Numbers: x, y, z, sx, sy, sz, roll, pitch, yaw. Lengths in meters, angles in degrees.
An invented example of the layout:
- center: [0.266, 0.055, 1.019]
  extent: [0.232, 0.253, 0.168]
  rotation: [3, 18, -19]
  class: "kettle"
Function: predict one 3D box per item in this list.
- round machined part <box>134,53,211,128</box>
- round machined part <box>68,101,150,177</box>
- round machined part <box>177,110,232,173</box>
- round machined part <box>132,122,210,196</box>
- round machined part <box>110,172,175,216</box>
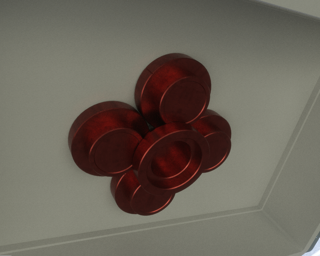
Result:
- center: [0.022, -0.039, 0.382]
  extent: [0.099, 0.042, 0.097]
  rotation: [-14, 124, -21]
  class: "round machined part"
- center: [-0.057, 0.020, 0.376]
  extent: [0.099, 0.042, 0.097]
  rotation: [-14, 124, -21]
  class: "round machined part"
- center: [0.062, 0.026, 0.444]
  extent: [0.099, 0.042, 0.097]
  rotation: [-14, 124, -21]
  class: "round machined part"
- center: [0.011, 0.035, 0.395]
  extent: [0.099, 0.042, 0.097]
  rotation: [-14, 124, -21]
  class: "round machined part"
- center: [-0.016, 0.084, 0.438]
  extent: [0.099, 0.042, 0.097]
  rotation: [-14, 123, -22]
  class: "round machined part"
